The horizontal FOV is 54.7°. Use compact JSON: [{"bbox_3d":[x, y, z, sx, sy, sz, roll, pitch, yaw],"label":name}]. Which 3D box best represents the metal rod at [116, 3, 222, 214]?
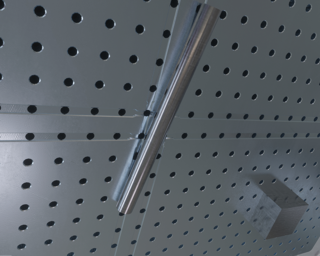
[{"bbox_3d":[0.004,-0.011,0.406,0.025,0.025,0.298,10,113,-33],"label":"metal rod"}]

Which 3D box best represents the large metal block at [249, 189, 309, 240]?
[{"bbox_3d":[0.244,0.177,0.638,0.081,0.050,0.079,2,118,-29],"label":"large metal block"}]
